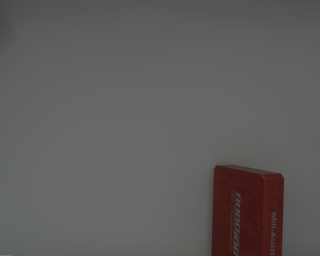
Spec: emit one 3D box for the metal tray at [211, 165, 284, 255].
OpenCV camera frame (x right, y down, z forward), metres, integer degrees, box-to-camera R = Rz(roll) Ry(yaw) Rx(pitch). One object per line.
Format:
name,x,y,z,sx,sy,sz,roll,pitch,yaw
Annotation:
metal tray,0.103,0.115,0.378,0.030,0.090,0.129,2,90,-27
